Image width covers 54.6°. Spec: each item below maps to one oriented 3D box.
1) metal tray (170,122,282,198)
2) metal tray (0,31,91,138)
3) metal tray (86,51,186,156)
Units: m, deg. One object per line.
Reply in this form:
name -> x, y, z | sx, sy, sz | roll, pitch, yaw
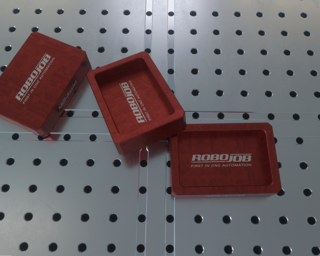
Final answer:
metal tray -> 0.079, 0.041, 0.394 | 0.131, 0.030, 0.090 | -1, 70, -1
metal tray -> -0.168, -0.063, 0.431 | 0.090, 0.030, 0.130 | 23, 72, 8
metal tray -> -0.033, -0.037, 0.404 | 0.090, 0.030, 0.130 | -23, 56, -8
